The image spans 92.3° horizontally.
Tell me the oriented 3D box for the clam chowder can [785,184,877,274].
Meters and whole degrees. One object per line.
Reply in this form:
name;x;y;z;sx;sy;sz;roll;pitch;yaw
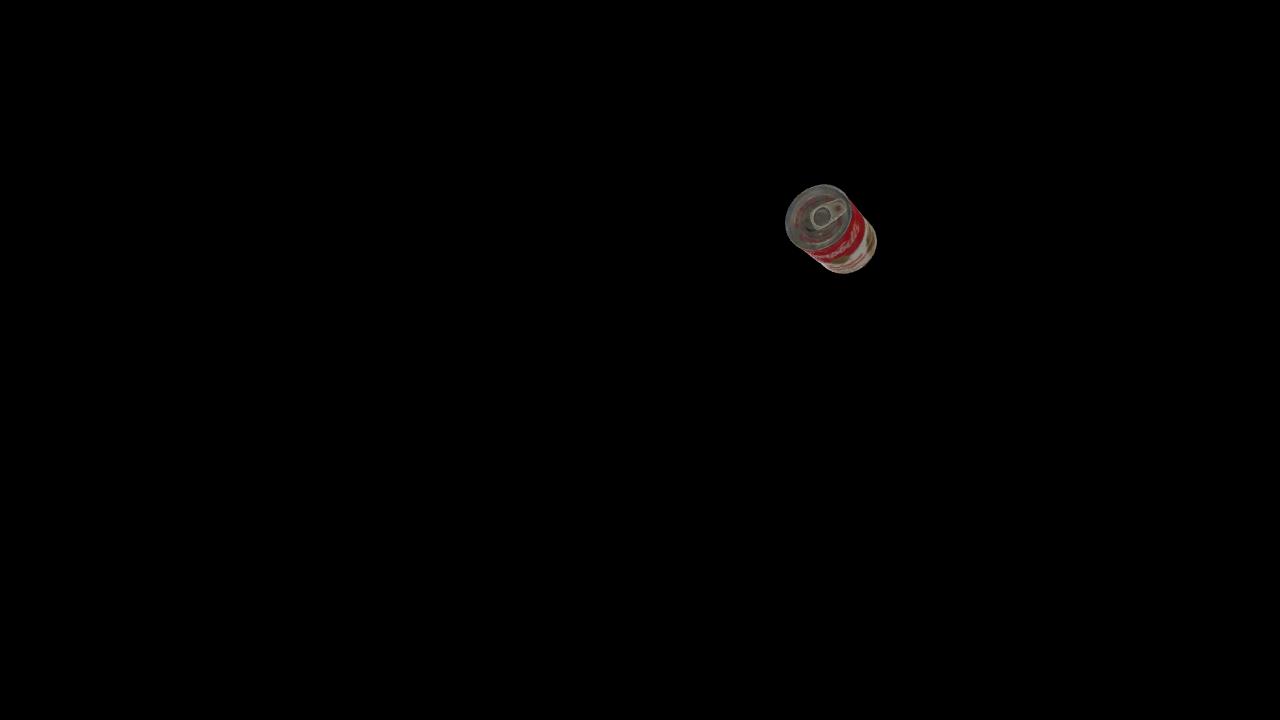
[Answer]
clam chowder can;0.204;-0.135;0.649;0.068;0.068;0.102;0;-7;35
